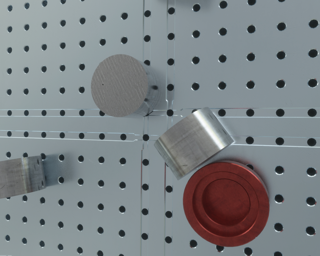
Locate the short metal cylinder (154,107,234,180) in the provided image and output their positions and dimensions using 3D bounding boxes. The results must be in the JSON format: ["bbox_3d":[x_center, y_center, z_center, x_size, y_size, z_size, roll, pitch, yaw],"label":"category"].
[{"bbox_3d":[0.040,0.019,0.369,0.080,0.080,0.050,-38,78,16],"label":"short metal cylinder"}]

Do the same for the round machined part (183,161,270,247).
[{"bbox_3d":[0.081,0.088,0.375,0.098,0.042,0.097,0,90,20],"label":"round machined part"}]

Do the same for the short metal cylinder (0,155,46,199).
[{"bbox_3d":[-0.214,0.073,0.459,0.080,0.080,0.050,-12,86,19],"label":"short metal cylinder"}]

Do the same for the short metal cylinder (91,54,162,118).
[{"bbox_3d":[-0.044,-0.054,0.415,0.080,0.050,0.079,0,90,20],"label":"short metal cylinder"}]
